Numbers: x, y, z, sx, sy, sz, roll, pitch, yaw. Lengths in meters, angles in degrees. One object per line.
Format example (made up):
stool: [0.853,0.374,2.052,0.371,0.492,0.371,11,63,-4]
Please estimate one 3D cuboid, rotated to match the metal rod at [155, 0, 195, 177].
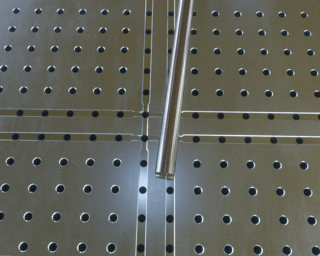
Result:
metal rod: [0.025,-0.081,0.441,0.025,0.025,0.299,7,70,2]
